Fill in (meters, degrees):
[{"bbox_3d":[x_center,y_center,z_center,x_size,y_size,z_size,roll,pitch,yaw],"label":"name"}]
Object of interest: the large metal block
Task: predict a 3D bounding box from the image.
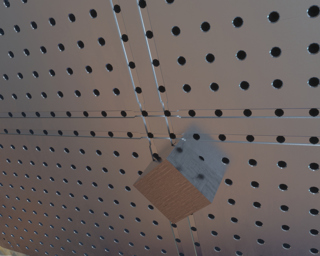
[{"bbox_3d":[0.024,0.075,0.429,0.080,0.050,0.080,45,129,-3],"label":"large metal block"}]
